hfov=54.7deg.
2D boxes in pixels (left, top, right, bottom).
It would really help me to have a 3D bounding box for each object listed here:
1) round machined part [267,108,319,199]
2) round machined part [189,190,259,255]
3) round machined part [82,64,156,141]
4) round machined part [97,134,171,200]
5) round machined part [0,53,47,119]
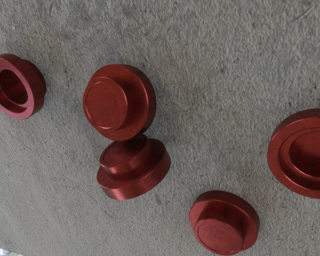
[{"bbox_3d":[0.166,0.023,0.322,0.098,0.042,0.097,13,124,21],"label":"round machined part"},{"bbox_3d":[0.086,0.140,0.437,0.098,0.042,0.097,13,124,21],"label":"round machined part"},{"bbox_3d":[-0.057,-0.031,0.389,0.098,0.042,0.097,6,103,28],"label":"round machined part"},{"bbox_3d":[-0.039,0.043,0.404,0.098,0.098,0.042,-7,123,31],"label":"round machined part"},{"bbox_3d":[-0.213,-0.065,0.468,0.098,0.042,0.097,13,124,21],"label":"round machined part"}]
